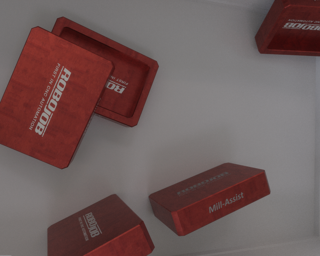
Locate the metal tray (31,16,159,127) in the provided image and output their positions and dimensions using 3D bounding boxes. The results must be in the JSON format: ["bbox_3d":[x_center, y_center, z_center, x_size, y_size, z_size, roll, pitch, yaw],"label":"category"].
[{"bbox_3d":[-0.077,-0.064,0.379,0.131,0.030,0.090,22,83,-19],"label":"metal tray"}]

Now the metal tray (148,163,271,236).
[{"bbox_3d":[0.061,0.085,0.398,0.131,0.090,0.030,-19,97,-19],"label":"metal tray"}]

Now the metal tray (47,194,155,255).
[{"bbox_3d":[-0.070,0.116,0.329,0.091,0.130,0.030,-25,99,-18],"label":"metal tray"}]

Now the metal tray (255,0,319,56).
[{"bbox_3d":[0.215,-0.144,0.439,0.131,0.090,0.030,0,62,-9],"label":"metal tray"}]

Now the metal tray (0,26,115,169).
[{"bbox_3d":[-0.117,-0.031,0.340,0.090,0.030,0.129,25,96,-8],"label":"metal tray"}]
